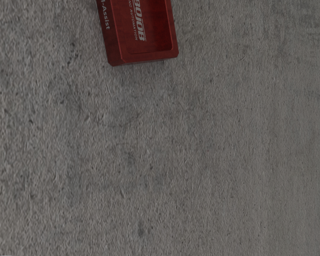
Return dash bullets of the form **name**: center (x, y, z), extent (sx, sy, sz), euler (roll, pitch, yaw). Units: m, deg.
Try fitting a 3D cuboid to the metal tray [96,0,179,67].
- **metal tray**: center (-0.028, -0.145, 0.376), extent (0.091, 0.030, 0.129), euler (-17, 101, -39)
